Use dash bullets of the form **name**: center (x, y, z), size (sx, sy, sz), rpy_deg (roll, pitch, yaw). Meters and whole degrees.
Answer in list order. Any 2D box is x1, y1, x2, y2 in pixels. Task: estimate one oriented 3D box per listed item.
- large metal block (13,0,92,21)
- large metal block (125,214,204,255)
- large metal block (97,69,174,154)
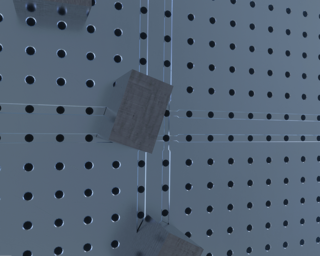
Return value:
- **large metal block**: center (-0.123, -0.175, 0.354), size (0.081, 0.050, 0.079), rpy_deg (0, 90, -21)
- **large metal block**: center (-0.002, 0.164, 0.384), size (0.050, 0.080, 0.080), rpy_deg (32, 80, -18)
- **large metal block**: center (-0.033, -0.018, 0.372), size (0.050, 0.080, 0.080), rpy_deg (20, 83, -19)
